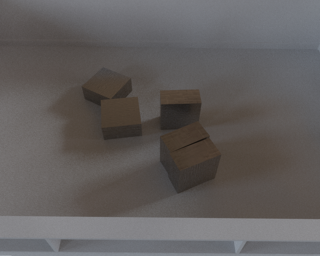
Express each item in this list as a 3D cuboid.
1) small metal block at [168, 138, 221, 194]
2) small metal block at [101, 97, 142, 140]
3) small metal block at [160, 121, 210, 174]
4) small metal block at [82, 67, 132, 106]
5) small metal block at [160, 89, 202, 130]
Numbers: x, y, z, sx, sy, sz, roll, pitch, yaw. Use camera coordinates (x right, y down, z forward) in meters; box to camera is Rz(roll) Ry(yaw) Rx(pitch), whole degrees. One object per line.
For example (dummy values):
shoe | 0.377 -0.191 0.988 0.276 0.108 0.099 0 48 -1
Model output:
small metal block | 0.038 0.044 0.353 0.050 0.050 0.025 -20 53 -16
small metal block | -0.052 -0.014 0.416 0.050 0.025 0.050 -6 50 -6
small metal block | 0.028 0.025 0.368 0.050 0.050 0.025 -22 54 -18
small metal block | -0.076 -0.058 0.452 0.050 0.025 0.050 24 54 18
small metal block | 0.026 -0.024 0.409 0.050 0.050 0.025 -2 50 -2
